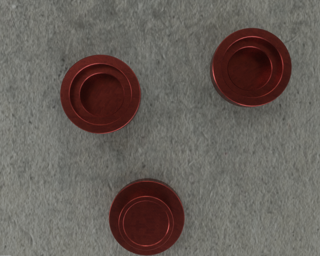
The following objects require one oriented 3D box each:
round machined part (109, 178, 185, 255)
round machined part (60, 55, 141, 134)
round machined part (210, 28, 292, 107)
[{"bbox_3d":[-0.017,0.117,0.401,0.099,0.042,0.097,0,90,-1],"label":"round machined part"},{"bbox_3d":[-0.073,-0.042,0.401,0.099,0.042,0.097,0,90,-1],"label":"round machined part"},{"bbox_3d":[0.114,-0.075,0.403,0.099,0.042,0.097,0,90,-1],"label":"round machined part"}]
